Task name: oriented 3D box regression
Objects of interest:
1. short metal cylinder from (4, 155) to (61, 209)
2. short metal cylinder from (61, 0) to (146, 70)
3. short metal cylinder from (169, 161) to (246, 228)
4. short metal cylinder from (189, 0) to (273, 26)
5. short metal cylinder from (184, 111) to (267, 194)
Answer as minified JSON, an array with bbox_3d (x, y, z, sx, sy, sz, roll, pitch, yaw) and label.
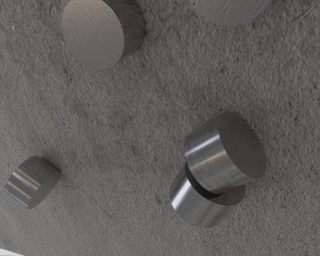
[{"bbox_3d":[-0.224,0.096,0.549,0.050,0.080,0.079,35,129,5],"label":"short metal cylinder"},{"bbox_3d":[-0.063,-0.113,0.354,0.080,0.050,0.079,13,124,21],"label":"short metal cylinder"},{"bbox_3d":[0.058,0.076,0.388,0.080,0.080,0.050,32,129,7],"label":"short metal cylinder"},{"bbox_3d":[0.067,-0.136,0.271,0.080,0.050,0.079,13,124,21],"label":"short metal cylinder"},{"bbox_3d":[0.074,0.028,0.350,0.080,0.080,0.050,49,129,-7],"label":"short metal cylinder"}]
